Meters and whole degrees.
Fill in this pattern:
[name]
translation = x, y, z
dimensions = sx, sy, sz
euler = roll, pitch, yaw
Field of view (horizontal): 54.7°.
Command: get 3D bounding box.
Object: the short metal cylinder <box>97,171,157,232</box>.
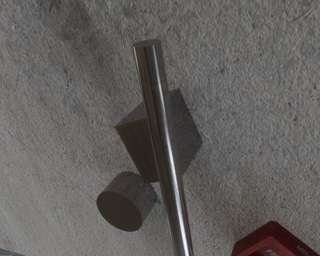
[short metal cylinder]
translation = -0.052, 0.116, 0.490
dimensions = 0.080, 0.050, 0.079
euler = 13, 124, 21

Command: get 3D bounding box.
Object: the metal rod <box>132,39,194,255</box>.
[metal rod]
translation = 0.012, 0.058, 0.332
dimensions = 0.025, 0.025, 0.298
euler = 5, 121, 26

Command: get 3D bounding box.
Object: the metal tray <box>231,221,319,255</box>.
[metal tray]
translation = 0.177, 0.197, 0.432
dimensions = 0.130, 0.030, 0.089
euler = 38, 129, 2

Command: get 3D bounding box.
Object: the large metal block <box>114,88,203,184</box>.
[large metal block]
translation = 0.003, 0.009, 0.375
dimensions = 0.050, 0.080, 0.080
euler = -13, 112, 33
